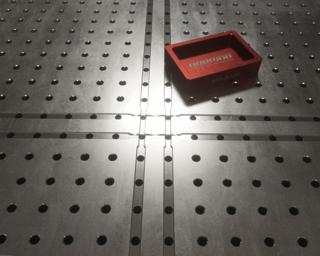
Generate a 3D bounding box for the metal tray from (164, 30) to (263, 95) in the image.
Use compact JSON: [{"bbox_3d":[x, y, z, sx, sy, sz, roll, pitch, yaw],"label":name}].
[{"bbox_3d":[0.083,-0.108,0.496,0.131,0.030,0.090,-17,52,-14],"label":"metal tray"}]
